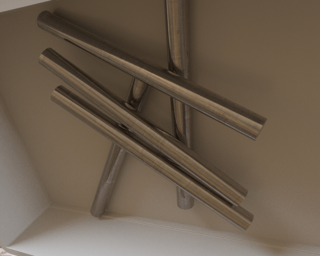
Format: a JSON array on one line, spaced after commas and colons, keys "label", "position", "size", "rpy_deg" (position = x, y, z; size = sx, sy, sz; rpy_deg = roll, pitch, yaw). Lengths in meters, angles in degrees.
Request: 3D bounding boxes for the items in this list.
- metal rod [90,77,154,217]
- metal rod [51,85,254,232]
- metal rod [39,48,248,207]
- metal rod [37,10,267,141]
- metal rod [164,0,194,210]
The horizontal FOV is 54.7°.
[{"label": "metal rod", "position": [-0.066, 0.042, 0.467], "size": [0.025, 0.025, 0.298], "rpy_deg": [30, 128, 8]}, {"label": "metal rod", "position": [-0.014, 0.036, 0.403], "size": [0.301, 0.025, 0.025], "rpy_deg": [34, 129, 5]}, {"label": "metal rod", "position": [-0.023, -0.003, 0.383], "size": [0.301, 0.025, 0.025], "rpy_deg": [36, 129, 3]}, {"label": "metal rod", "position": [-0.025, -0.069, 0.351], "size": [0.300, 0.025, 0.025], "rpy_deg": [30, 129, 19]}, {"label": "metal rod", "position": [0.026, -0.018, 0.382], "size": [0.025, 0.025, 0.298], "rpy_deg": [9, 122, 23]}]
